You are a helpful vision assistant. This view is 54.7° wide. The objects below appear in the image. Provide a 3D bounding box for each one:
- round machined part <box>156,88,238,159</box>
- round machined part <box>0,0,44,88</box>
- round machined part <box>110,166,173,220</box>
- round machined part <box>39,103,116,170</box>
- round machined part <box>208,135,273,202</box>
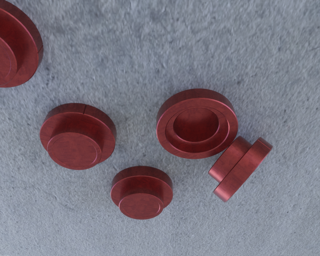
[{"bbox_3d":[0.045,-0.009,0.389,0.099,0.042,0.097,-1,130,0],"label":"round machined part"},{"bbox_3d":[-0.178,-0.082,0.323,0.099,0.042,0.097,-1,130,0],"label":"round machined part"},{"bbox_3d":[-0.029,0.108,0.488,0.099,0.042,0.097,-1,130,0],"label":"round machined part"},{"bbox_3d":[-0.109,0.018,0.410,0.099,0.042,0.097,-1,130,0],"label":"round machined part"},{"bbox_3d":[0.102,0.049,0.416,0.042,0.099,0.097,40,128,16],"label":"round machined part"}]
